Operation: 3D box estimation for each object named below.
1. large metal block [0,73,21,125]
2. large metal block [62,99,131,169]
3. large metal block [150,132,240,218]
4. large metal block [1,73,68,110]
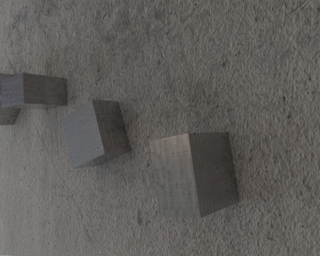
[{"bbox_3d":[-0.343,-0.062,0.672,0.080,0.050,0.080,-51,60,28],"label":"large metal block"},{"bbox_3d":[-0.098,0.011,0.470,0.080,0.050,0.080,-26,74,37],"label":"large metal block"},{"bbox_3d":[0.039,0.048,0.337,0.050,0.081,0.080,-13,82,39],"label":"large metal block"},{"bbox_3d":[-0.225,-0.063,0.555,0.080,0.081,0.050,-4,88,40],"label":"large metal block"}]
